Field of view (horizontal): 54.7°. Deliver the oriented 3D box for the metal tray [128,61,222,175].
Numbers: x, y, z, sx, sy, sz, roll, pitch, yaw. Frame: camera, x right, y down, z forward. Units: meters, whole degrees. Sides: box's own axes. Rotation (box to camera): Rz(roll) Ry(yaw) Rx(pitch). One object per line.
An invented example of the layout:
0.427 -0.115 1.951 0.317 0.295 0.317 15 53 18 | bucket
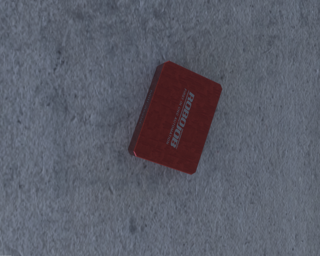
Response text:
0.022 -0.012 0.416 0.091 0.030 0.129 21 83 -19 | metal tray
